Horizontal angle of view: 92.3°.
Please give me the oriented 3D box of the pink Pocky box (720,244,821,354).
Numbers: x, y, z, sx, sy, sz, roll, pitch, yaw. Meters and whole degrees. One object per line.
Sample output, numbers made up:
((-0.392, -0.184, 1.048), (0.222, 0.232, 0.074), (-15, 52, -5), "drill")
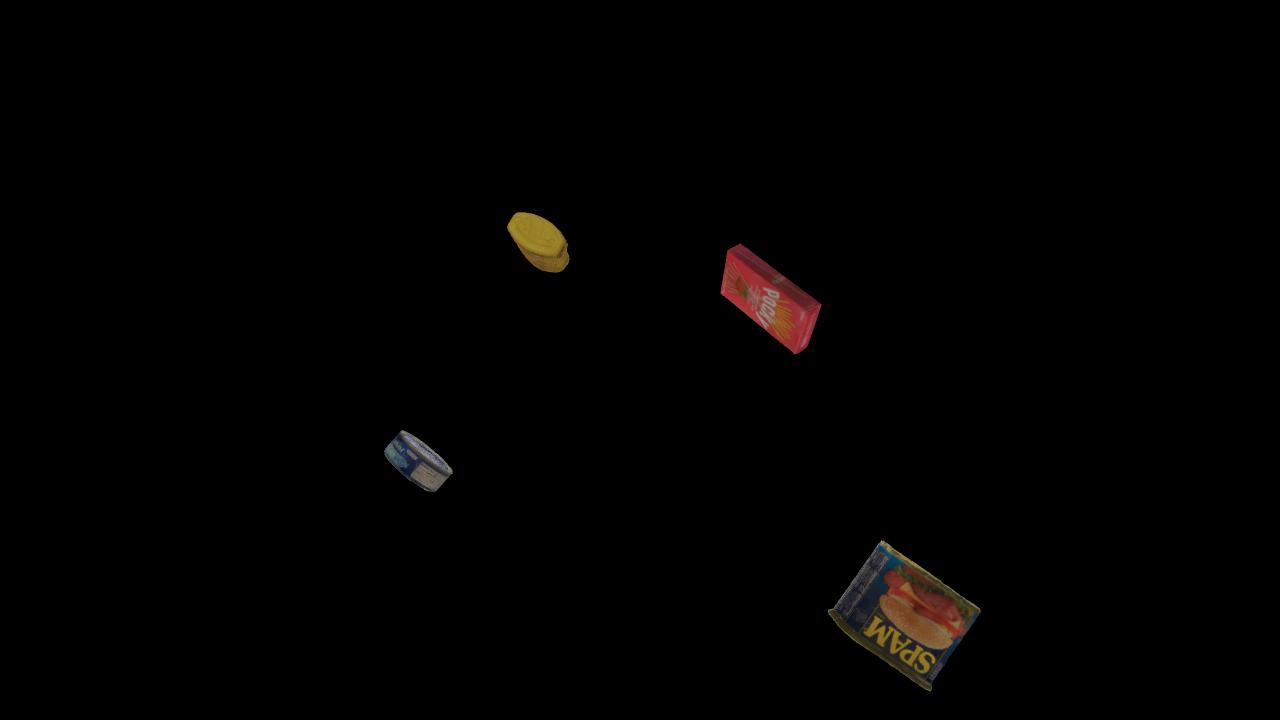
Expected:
((0.176, -0.085, 0.849), (0.029, 0.084, 0.155), (-30, 57, -24), "pink Pocky box")

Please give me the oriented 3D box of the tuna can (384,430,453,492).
((-0.278, 0.127, 0.772), (0.084, 0.034, 0.084), (39, -11, 9), "tuna can")

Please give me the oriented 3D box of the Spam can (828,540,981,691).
((0.237, 0.227, 0.553), (0.101, 0.085, 0.058), (35, -1, -4), "Spam can")

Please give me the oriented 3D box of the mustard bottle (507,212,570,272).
((-0.157, -0.178, 0.989), (0.092, 0.054, 0.184), (24, -5, -1), "mustard bottle")
